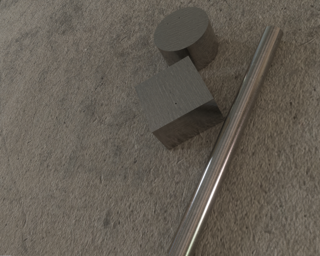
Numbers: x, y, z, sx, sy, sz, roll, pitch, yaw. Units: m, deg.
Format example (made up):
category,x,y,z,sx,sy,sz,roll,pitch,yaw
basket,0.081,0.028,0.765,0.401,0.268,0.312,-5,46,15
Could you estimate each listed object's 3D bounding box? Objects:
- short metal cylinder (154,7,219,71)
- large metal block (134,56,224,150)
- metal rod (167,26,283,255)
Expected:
category,x,y,z,sx,sy,sz,roll,pitch,yaw
short metal cylinder,0.038,-0.125,0.443,0.080,0.050,0.080,-13,56,20
large metal block,0.024,-0.032,0.394,0.080,0.050,0.080,-29,52,9
metal rod,0.083,0.004,0.357,0.025,0.025,0.300,15,69,34
